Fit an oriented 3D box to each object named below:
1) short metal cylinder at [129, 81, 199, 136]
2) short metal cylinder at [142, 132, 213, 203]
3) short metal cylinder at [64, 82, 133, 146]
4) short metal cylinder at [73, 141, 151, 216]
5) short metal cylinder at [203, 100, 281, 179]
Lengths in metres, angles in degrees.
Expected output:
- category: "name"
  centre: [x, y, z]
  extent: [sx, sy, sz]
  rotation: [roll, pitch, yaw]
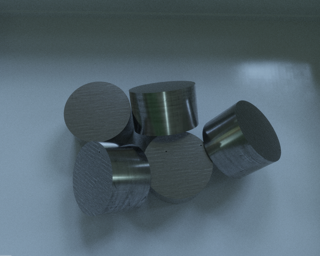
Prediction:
- category: "short metal cylinder"
  centre: [0.005, -0.026, 0.381]
  extent: [0.081, 0.080, 0.050]
  rotation: [-8, 106, -3]
- category: "short metal cylinder"
  centre: [0.020, 0.049, 0.377]
  extent: [0.081, 0.050, 0.080]
  rotation: [0, 70, 0]
- category: "short metal cylinder"
  centre: [-0.076, -0.012, 0.397]
  extent: [0.081, 0.050, 0.080]
  rotation: [0, 70, 0]
- category: "short metal cylinder"
  centre: [-0.056, 0.056, 0.351]
  extent: [0.050, 0.080, 0.080]
  rotation: [7, 63, -43]
- category: "short metal cylinder"
  centre: [0.097, 0.014, 0.369]
  extent: [0.080, 0.050, 0.080]
  rotation: [27, 44, -30]
